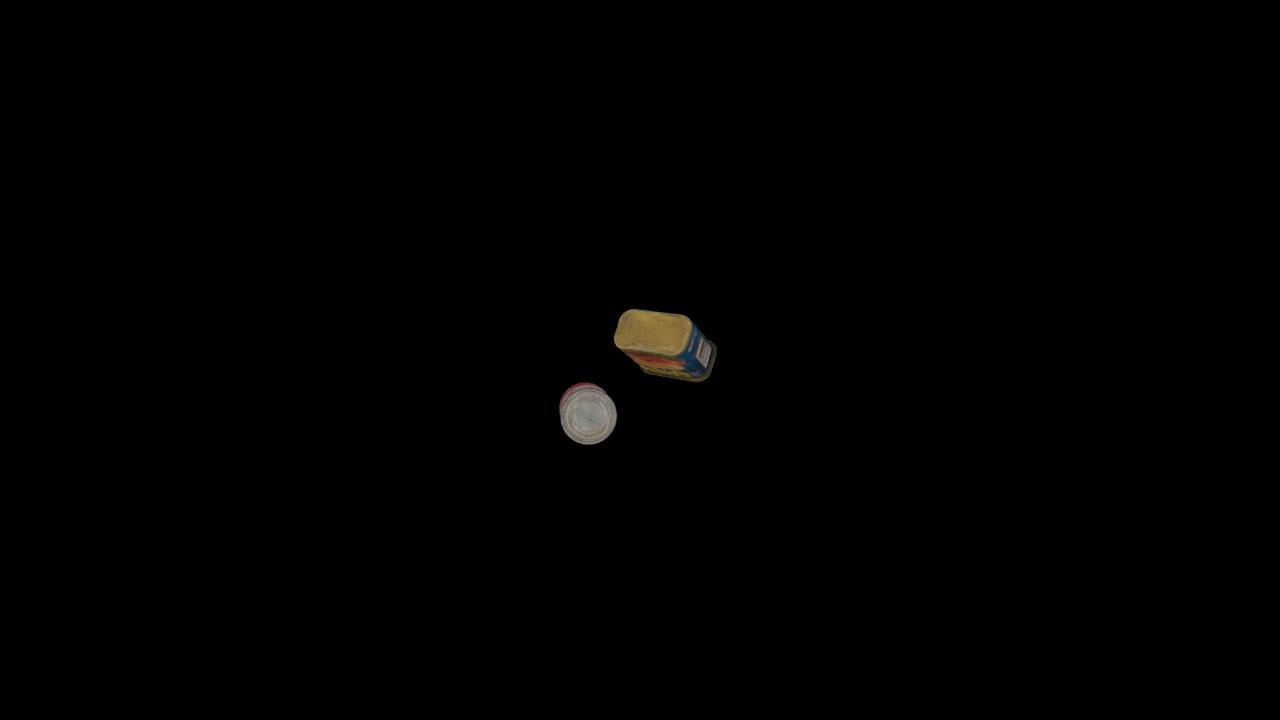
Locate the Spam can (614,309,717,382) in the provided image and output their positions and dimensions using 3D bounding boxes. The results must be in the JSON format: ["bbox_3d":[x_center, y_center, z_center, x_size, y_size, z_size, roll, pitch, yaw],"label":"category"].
[{"bbox_3d":[0.031,-0.018,0.744,0.101,0.058,0.085,9,-17,28],"label":"Spam can"}]

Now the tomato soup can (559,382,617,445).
[{"bbox_3d":[-0.065,0.063,0.749,0.068,0.068,0.101,0,1,-8],"label":"tomato soup can"}]
